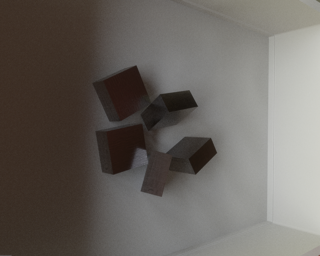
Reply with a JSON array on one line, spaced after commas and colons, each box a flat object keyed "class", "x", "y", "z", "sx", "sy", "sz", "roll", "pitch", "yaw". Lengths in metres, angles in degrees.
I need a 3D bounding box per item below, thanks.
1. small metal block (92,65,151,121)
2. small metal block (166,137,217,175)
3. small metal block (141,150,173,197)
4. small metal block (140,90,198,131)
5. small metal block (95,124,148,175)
[{"class": "small metal block", "x": -0.045, "y": -0.041, "z": 0.371, "sx": 0.050, "sy": 0.025, "sz": 0.050, "roll": -34, "pitch": 111, "yaw": -35}, {"class": "small metal block", "x": 0.041, "y": 0.037, "z": 0.427, "sx": 0.050, "sy": 0.050, "sz": 0.025, "roll": -38, "pitch": 114, "yaw": -34}, {"class": "small metal block", "x": -0.005, "y": 0.057, "z": 0.385, "sx": 0.025, "sy": 0.050, "sz": 0.050, "roll": 15, "pitch": 78, "yaw": -1}, {"class": "small metal block", "x": 0.012, "y": -0.022, "z": 0.398, "sx": 0.050, "sy": 0.050, "sz": 0.025, "roll": -13, "pitch": 71, "yaw": -40}, {"class": "small metal block", "x": -0.045, "y": 0.024, "z": 0.371, "sx": 0.050, "sy": 0.025, "sz": 0.050, "roll": -14, "pitch": 99, "yaw": -39}]
